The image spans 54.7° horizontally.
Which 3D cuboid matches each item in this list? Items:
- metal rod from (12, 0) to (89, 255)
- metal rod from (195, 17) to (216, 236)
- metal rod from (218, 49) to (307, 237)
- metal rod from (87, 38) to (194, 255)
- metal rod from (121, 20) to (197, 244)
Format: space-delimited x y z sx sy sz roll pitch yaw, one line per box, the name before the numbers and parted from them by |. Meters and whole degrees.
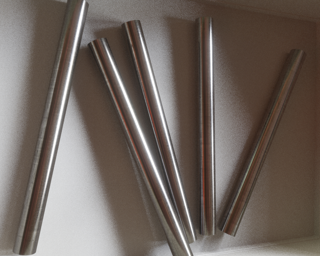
metal rod | -0.126 -0.006 0.363 0.025 0.025 0.298 12 86 -20
metal rod | 0.064 -0.002 0.433 0.025 0.025 0.298 -1 90 -20
metal rod | 0.157 0.016 0.468 0.025 0.025 0.299 27 81 -18
metal rod | -0.023 0.032 0.392 0.025 0.025 0.299 -23 94 -19
metal rod | 0.001 0.010 0.410 0.025 0.025 0.298 -17 96 -19
